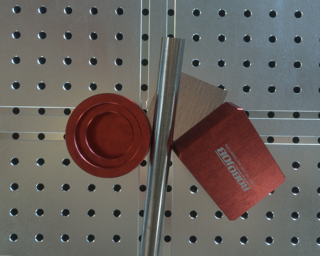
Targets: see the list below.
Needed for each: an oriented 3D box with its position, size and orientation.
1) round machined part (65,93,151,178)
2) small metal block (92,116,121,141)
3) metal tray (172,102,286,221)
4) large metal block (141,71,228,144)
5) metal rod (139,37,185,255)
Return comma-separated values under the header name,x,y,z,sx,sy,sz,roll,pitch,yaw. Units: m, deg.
name,x,y,z,sx,sy,sz,roll,pitch,yaw
round machined part,-0.059,0.009,0.374,0.099,0.042,0.097,0,91,3
small metal block,-0.073,-0.007,0.410,0.050,0.025,0.050,-22,90,0
metal tray,0.087,0.044,0.383,0.090,0.030,0.130,-38,115,0
large metal block,0.030,-0.023,0.398,0.080,0.050,0.080,23,90,0
metal rod,-0.001,0.046,0.370,0.025,0.025,0.298,6,106,0
